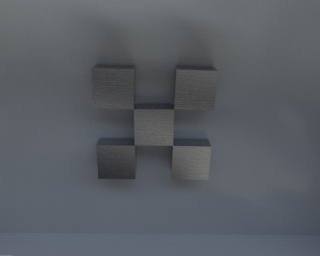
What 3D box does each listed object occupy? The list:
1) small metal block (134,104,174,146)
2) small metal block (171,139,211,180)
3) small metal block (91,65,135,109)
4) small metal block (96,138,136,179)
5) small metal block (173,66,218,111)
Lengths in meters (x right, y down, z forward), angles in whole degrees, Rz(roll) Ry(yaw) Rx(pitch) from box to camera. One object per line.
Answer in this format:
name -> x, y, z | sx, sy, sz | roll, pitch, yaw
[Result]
small metal block -> -0.008, -0.005, 0.407 | 0.050, 0.025, 0.050 | 0, 110, -1
small metal block -> 0.041, 0.043, 0.425 | 0.050, 0.025, 0.050 | 1, 110, -1
small metal block -> -0.057, -0.052, 0.389 | 0.050, 0.025, 0.050 | 1, 110, -1
small metal block -> -0.058, 0.042, 0.424 | 0.050, 0.025, 0.050 | 1, 110, -1
small metal block -> 0.044, -0.050, 0.390 | 0.050, 0.025, 0.050 | 2, 110, -1
